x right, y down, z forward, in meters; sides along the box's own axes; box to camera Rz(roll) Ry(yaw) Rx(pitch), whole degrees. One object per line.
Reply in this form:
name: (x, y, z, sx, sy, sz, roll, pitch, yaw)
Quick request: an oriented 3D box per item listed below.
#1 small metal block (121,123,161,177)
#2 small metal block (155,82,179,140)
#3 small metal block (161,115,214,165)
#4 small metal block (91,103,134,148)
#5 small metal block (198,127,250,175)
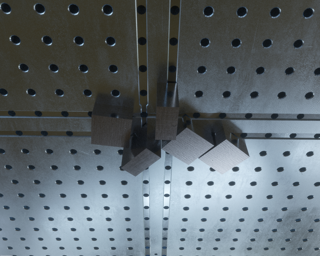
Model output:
small metal block: (-0.025, 0.029, 0.420, 0.025, 0.050, 0.050, 36, 121, -26)
small metal block: (0.008, -0.021, 0.378, 0.025, 0.050, 0.050, 2, 130, -2)
small metal block: (0.037, 0.018, 0.427, 0.050, 0.025, 0.050, 33, 123, -25)
small metal block: (-0.063, -0.003, 0.409, 0.050, 0.025, 0.050, 7, 130, -6)
small metal block: (0.089, 0.034, 0.441, 0.050, 0.025, 0.050, 35, 122, -26)
